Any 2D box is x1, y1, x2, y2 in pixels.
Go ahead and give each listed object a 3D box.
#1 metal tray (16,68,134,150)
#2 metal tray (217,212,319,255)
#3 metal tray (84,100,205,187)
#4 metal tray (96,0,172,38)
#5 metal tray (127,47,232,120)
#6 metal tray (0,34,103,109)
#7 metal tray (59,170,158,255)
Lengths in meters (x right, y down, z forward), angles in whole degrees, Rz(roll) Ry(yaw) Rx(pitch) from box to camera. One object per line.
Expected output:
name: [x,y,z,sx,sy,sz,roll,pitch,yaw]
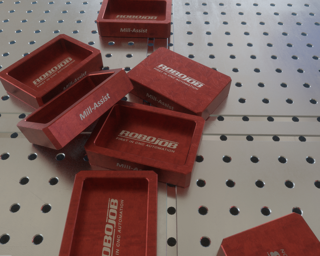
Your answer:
metal tray: [-0.108,-0.029,0.400,0.090,0.030,0.131,5,42,47]
metal tray: [0.121,0.152,0.278,0.091,0.030,0.130,-15,52,-13]
metal tray: [-0.016,0.015,0.391,0.130,0.030,0.090,13,51,10]
metal tray: [-0.044,-0.208,0.578,0.131,0.030,0.090,2,50,2]
metal tray: [0.027,-0.065,0.460,0.130,0.030,0.090,30,56,23]
metal tray: [-0.164,-0.090,0.478,0.090,0.030,0.131,28,55,21]
metal tray: [-0.048,0.106,0.315,0.090,0.030,0.130,0,50,0]
